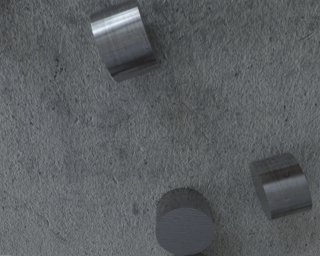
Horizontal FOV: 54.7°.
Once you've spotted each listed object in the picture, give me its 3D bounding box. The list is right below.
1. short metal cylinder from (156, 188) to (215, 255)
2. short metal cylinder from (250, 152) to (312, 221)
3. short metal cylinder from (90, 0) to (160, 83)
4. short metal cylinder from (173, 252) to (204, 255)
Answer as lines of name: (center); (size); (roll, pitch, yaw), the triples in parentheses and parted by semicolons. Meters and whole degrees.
short metal cylinder: (0.034, 0.134, 0.446); (0.081, 0.050, 0.079); (0, 110, 0)
short metal cylinder: (0.157, 0.077, 0.410); (0.050, 0.080, 0.080); (-17, 109, 6)
short metal cylinder: (-0.036, -0.096, 0.344); (0.050, 0.080, 0.080); (-18, 109, 6)
short metal cylinder: (0.044, 0.225, 0.464); (0.050, 0.080, 0.080); (-42, 105, 14)
